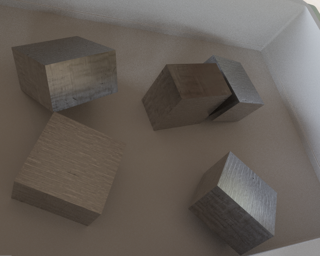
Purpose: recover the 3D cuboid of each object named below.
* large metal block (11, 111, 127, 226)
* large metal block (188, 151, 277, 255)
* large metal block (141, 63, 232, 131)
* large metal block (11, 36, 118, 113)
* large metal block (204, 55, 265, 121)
[{"bbox_3d":[-0.090,0.043,0.316,0.080,0.050,0.080,26,53,-13],"label":"large metal block"},{"bbox_3d":[0.090,0.087,0.372,0.080,0.050,0.080,42,32,0],"label":"large metal block"},{"bbox_3d":[0.033,-0.041,0.415,0.081,0.080,0.050,-9,67,-32],"label":"large metal block"},{"bbox_3d":[-0.105,-0.065,0.349,0.081,0.050,0.080,-25,39,-37],"label":"large metal block"},{"bbox_3d":[0.101,-0.057,0.468,0.081,0.050,0.080,-1,61,-48],"label":"large metal block"}]
